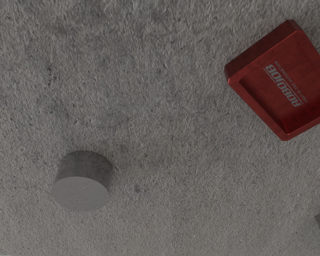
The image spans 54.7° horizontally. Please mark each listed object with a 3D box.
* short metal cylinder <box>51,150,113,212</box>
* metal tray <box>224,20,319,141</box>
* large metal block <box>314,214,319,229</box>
[{"bbox_3d":[-0.112,0.079,0.457,0.081,0.050,0.079,0,130,0],"label":"short metal cylinder"},{"bbox_3d":[0.150,-0.049,0.363,0.090,0.030,0.130,-36,122,26],"label":"metal tray"},{"bbox_3d":[0.327,0.194,0.540,0.080,0.080,0.050,37,121,-27],"label":"large metal block"}]
